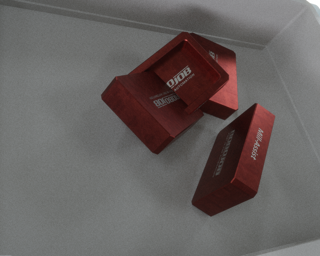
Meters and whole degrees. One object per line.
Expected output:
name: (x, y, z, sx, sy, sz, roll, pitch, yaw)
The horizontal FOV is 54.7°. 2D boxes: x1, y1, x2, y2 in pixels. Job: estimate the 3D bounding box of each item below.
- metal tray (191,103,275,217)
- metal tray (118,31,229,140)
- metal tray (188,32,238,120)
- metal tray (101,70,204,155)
metal tray: (0.093, 0.039, 0.390, 0.030, 0.090, 0.130, 34, 51, -6)
metal tray: (0.015, -0.054, 0.408, 0.130, 0.030, 0.090, -41, 85, -13)
metal tray: (0.077, -0.085, 0.495, 0.091, 0.030, 0.130, 19, 54, -17)
metal tray: (-0.002, -0.027, 0.382, 0.090, 0.030, 0.131, 46, 25, 6)
